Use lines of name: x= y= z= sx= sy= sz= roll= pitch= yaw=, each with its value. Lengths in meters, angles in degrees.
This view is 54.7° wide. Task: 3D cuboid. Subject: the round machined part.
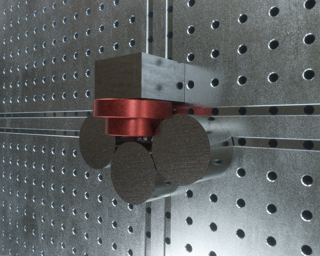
round machined part: x=-0.034 y=-0.012 z=0.388 sx=0.098 sy=0.099 sz=0.042 roll=3 pitch=91 yaw=40

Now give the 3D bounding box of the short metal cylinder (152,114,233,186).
short metal cylinder: x=0.037 y=0.024 z=0.363 sx=0.080 sy=0.050 sz=0.079 roll=0 pitch=90 yaw=40

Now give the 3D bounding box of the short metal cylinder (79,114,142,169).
short metal cylinder: x=-0.073 y=0.018 z=0.454 sx=0.080 sy=0.050 sz=0.079 roll=0 pitch=90 yaw=40

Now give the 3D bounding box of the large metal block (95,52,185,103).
large metal block: x=-0.025 y=-0.059 z=0.394 sx=0.080 sy=0.081 sz=0.050 roll=1 pitch=91 yaw=40

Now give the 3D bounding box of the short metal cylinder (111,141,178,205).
short metal cylinder: x=-0.019 y=0.057 z=0.410 sx=0.080 sy=0.050 sz=0.079 roll=0 pitch=90 yaw=40
